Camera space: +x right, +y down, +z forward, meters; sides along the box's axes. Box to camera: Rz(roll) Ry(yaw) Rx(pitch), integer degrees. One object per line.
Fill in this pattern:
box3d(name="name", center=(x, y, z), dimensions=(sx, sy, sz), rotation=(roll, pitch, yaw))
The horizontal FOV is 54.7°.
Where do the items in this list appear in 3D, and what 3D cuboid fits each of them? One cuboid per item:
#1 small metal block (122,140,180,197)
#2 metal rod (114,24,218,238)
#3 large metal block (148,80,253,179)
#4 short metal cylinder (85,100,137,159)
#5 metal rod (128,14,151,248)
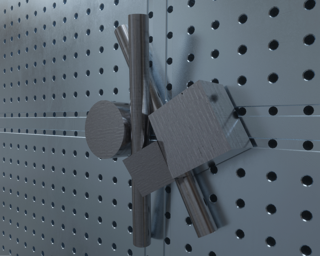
box3d(name="small metal block", center=(-0.009, 0.047, 0.370), dimensions=(0.050, 0.025, 0.050), rotation=(-32, 85, 27))
box3d(name="metal rod", center=(0.001, -0.009, 0.403), dimensions=(0.025, 0.025, 0.299), rotation=(-35, 69, 34))
box3d(name="large metal block", center=(0.044, 0.003, 0.352), dimensions=(0.080, 0.050, 0.080), rotation=(-34, 69, 35))
box3d(name="short metal cylinder", center=(-0.061, 0.002, 0.439), dimensions=(0.080, 0.050, 0.079), rotation=(0, 90, 39))
box3d(name="metal rod", center=(-0.025, 0.011, 0.400), dimensions=(0.025, 0.025, 0.298), rotation=(8, 103, 39))
